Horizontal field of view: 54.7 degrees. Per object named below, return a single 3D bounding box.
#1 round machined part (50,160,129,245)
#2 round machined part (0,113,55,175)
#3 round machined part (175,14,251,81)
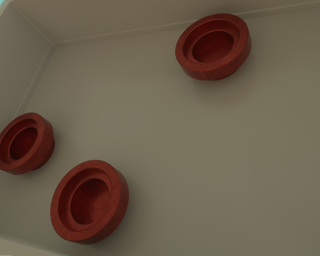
[{"bbox_3d":[-0.081,0.092,0.379,0.098,0.042,0.098,-13,56,20],"label":"round machined part"},{"bbox_3d":[-0.205,0.028,0.483,0.098,0.042,0.098,-13,56,20],"label":"round machined part"},{"bbox_3d":[0.074,-0.103,0.419,0.098,0.042,0.098,-13,56,20],"label":"round machined part"}]
